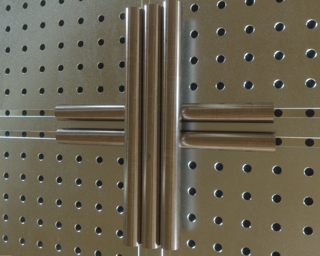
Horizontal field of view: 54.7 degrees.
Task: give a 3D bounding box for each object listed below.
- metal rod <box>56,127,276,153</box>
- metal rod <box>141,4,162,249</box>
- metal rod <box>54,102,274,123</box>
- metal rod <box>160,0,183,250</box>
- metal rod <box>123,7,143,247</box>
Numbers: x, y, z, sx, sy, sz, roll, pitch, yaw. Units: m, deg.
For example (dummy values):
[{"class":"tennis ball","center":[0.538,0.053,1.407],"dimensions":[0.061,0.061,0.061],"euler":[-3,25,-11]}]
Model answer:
[{"class":"metal rod","center":[-0.006,0.014,0.414],"dimensions":[0.301,0.025,0.025],"euler":[1,91,19]},{"class":"metal rod","center":[-0.010,-0.002,0.389],"dimensions":[0.025,0.025,0.298],"euler":[1,90,19]},{"class":"metal rod","center":[-0.008,-0.021,0.415],"dimensions":[0.301,0.025,0.025],"euler":[1,91,19]},{"class":"metal rod","center":[0.014,-0.003,0.381],"dimensions":[0.025,0.025,0.298],"euler":[1,90,19]},{"class":"metal rod","center":[-0.033,-0.001,0.397],"dimensions":[0.025,0.025,0.298],"euler":[1,90,19]}]
